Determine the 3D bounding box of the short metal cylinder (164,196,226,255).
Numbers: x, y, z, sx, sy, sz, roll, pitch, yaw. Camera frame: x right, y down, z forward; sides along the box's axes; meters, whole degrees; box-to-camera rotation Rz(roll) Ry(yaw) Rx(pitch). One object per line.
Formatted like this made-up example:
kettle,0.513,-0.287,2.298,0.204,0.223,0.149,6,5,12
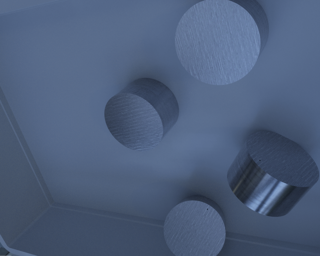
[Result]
short metal cylinder,0.050,0.137,0.426,0.080,0.050,0.080,-1,85,12

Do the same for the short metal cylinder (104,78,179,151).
short metal cylinder,-0.022,-0.017,0.394,0.080,0.050,0.079,13,124,21

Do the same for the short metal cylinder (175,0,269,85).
short metal cylinder,0.062,-0.089,0.305,0.080,0.050,0.079,13,124,21

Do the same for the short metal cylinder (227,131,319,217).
short metal cylinder,0.121,0.049,0.339,0.080,0.080,0.050,28,128,10
